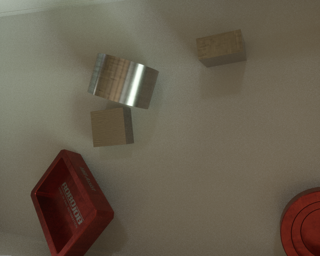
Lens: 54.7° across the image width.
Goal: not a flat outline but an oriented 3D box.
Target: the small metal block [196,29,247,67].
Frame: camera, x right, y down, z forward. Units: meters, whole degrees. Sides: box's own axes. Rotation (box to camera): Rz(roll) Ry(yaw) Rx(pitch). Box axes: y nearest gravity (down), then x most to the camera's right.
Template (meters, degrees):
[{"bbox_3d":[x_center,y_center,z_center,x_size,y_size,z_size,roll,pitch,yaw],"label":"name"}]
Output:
[{"bbox_3d":[0.075,-0.093,0.371,0.050,0.050,0.025,-7,88,19],"label":"small metal block"}]

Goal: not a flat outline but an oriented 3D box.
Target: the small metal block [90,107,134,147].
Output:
[{"bbox_3d":[-0.067,-0.001,0.433,0.050,0.025,0.050,-6,88,19],"label":"small metal block"}]

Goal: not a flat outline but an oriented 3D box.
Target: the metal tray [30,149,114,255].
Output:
[{"bbox_3d":[-0.123,0.102,0.418,0.090,0.030,0.130,-52,48,10],"label":"metal tray"}]

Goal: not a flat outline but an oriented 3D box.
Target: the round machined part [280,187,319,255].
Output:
[{"bbox_3d":[0.183,0.112,0.337,0.098,0.042,0.097,0,90,19],"label":"round machined part"}]

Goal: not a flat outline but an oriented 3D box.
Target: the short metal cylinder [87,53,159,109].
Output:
[{"bbox_3d":[-0.047,-0.059,0.397,0.080,0.080,0.050,18,96,18],"label":"short metal cylinder"}]
